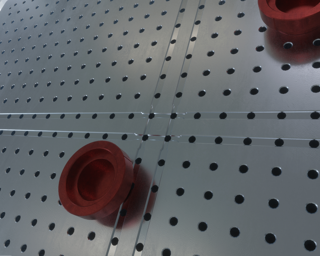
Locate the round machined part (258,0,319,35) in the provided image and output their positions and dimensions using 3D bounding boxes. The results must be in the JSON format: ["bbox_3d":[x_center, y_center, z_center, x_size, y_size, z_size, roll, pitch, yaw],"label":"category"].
[{"bbox_3d":[0.181,-0.161,0.401,0.098,0.042,0.098,-13,56,21],"label":"round machined part"}]

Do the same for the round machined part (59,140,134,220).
[{"bbox_3d":[-0.076,0.069,0.397,0.098,0.042,0.098,-13,56,21],"label":"round machined part"}]
